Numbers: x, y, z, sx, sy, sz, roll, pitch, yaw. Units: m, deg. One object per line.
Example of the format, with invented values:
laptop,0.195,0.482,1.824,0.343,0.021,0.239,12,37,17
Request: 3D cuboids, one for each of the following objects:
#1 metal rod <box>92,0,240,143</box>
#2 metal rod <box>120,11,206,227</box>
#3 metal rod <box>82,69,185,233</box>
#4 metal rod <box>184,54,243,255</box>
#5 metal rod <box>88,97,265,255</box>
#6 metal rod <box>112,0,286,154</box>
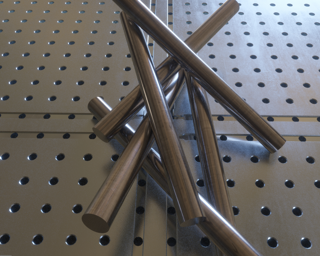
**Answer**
metal rod,0.022,-0.092,0.426,0.025,0.025,0.301,31,63,23
metal rod,-0.007,-0.037,0.360,0.025,0.025,0.299,-11,58,-9
metal rod,-0.009,-0.007,0.373,0.025,0.025,0.301,14,39,11
metal rod,0.056,0.005,0.388,0.025,0.025,0.300,-4,55,-3
metal rod,0.001,0.048,0.347,0.025,0.025,0.300,-31,51,-23
metal rod,0.043,-0.081,0.399,0.300,0.025,0.025,44,60,3
